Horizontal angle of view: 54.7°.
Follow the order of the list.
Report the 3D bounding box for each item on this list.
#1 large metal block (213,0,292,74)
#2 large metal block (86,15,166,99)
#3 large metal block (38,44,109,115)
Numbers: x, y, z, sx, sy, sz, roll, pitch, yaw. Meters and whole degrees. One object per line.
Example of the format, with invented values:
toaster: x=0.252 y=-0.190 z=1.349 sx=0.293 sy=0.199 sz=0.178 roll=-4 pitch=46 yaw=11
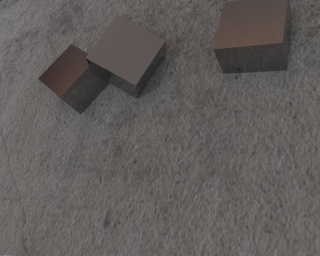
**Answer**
large metal block: x=0.121 y=-0.119 z=0.397 sx=0.080 sy=0.050 sz=0.080 roll=2 pitch=63 yaw=28
large metal block: x=-0.047 y=-0.103 z=0.453 sx=0.080 sy=0.050 sz=0.080 roll=30 pitch=76 yaw=7
large metal block: x=-0.138 y=-0.081 z=0.508 sx=0.080 sy=0.050 sz=0.080 roll=35 pitch=81 yaw=38
